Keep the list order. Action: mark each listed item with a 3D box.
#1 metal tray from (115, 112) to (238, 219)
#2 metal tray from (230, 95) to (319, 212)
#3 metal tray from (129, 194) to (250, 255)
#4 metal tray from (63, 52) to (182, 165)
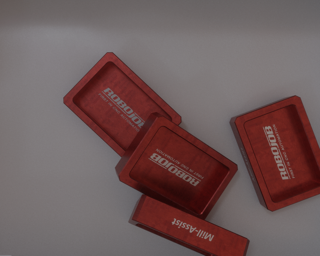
[{"bbox_3d":[0.022,0.051,0.387,0.130,0.030,0.090,33,90,-20],"label":"metal tray"},{"bbox_3d":[0.158,0.032,0.409,0.090,0.030,0.129,-21,90,0],"label":"metal tray"},{"bbox_3d":[0.029,0.125,0.376,0.131,0.090,0.030,23,69,0],"label":"metal tray"},{"bbox_3d":[-0.048,-0.023,0.408,0.130,0.030,0.090,43,90,0],"label":"metal tray"}]
